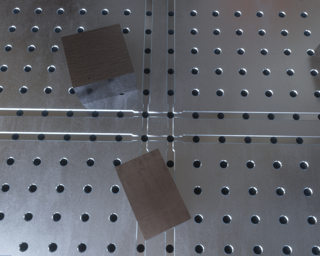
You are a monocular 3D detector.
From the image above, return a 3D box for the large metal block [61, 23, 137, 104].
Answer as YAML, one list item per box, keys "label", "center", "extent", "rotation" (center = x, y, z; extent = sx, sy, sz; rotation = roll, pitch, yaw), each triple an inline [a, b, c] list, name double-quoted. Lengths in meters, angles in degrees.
- label: "large metal block"
  center: [-0.082, -0.088, 0.430]
  extent: [0.080, 0.050, 0.080]
  rotation: [-16, 71, -6]

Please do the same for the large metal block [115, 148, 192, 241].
- label: "large metal block"
  center: [-0.008, 0.079, 0.354]
  extent: [0.050, 0.080, 0.080]
  rotation: [-23, 72, -8]
